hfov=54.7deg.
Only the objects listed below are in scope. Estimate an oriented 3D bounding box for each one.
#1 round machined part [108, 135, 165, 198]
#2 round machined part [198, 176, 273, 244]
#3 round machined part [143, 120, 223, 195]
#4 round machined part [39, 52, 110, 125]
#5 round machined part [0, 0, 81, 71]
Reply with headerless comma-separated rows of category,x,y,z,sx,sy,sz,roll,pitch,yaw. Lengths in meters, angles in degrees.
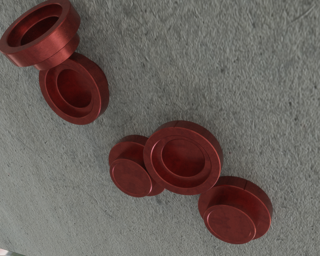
round machined part,-0.034,0.062,0.452,0.098,0.042,0.097,13,124,21
round machined part,0.097,0.116,0.416,0.098,0.042,0.097,13,124,21
round machined part,0.032,0.034,0.395,0.098,0.042,0.097,9,119,17
round machined part,-0.110,-0.056,0.419,0.098,0.042,0.097,13,124,21
round machined part,-0.137,-0.108,0.373,0.098,0.098,0.042,1,145,28
